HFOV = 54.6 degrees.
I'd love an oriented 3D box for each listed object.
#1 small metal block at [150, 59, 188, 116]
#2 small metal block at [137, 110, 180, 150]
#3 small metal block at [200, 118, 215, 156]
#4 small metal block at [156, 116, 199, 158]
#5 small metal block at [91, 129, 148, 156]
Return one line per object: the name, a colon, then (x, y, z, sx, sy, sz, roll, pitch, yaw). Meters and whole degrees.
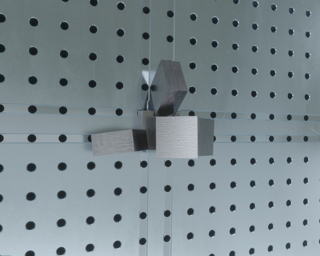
small metal block: (0.010, -0.049, 0.392, 0.025, 0.050, 0.050, 3, 53, -19)
small metal block: (-0.003, 0.003, 0.412, 0.050, 0.025, 0.050, 3, 89, -20)
small metal block: (0.049, 0.012, 0.419, 0.050, 0.025, 0.050, 4, 88, -51)
small metal block: (0.023, 0.011, 0.382, 0.050, 0.025, 0.050, 0, 90, 13)
small metal block: (-0.047, 0.017, 0.371, 0.050, 0.050, 0.025, -7, 87, 15)
